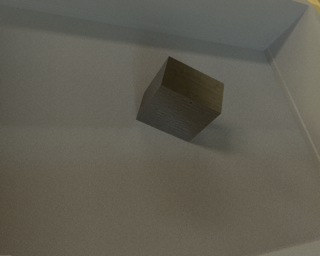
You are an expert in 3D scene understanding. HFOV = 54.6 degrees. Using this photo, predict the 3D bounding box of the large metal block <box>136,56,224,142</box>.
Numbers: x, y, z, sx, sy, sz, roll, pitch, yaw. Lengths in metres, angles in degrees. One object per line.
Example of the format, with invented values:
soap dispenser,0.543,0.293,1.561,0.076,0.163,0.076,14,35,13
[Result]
large metal block,0.025,-0.034,0.404,0.080,0.080,0.050,24,53,-14
